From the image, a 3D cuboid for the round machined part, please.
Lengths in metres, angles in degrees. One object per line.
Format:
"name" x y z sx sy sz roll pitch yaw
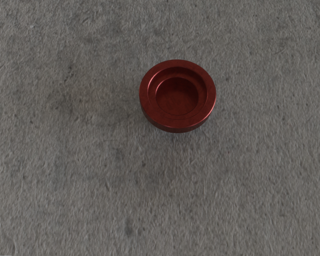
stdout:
"round machined part" 0.023 -0.039 0.414 0.099 0.042 0.098 0 70 -1
